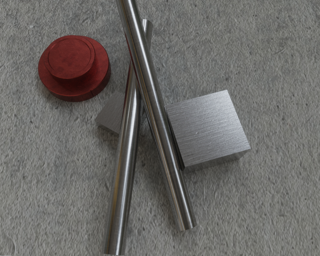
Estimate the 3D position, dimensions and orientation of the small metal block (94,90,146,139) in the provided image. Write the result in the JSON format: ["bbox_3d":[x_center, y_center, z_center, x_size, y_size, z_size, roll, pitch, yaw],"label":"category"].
[{"bbox_3d":[-0.050,-0.014,0.413,0.050,0.025,0.050,29,72,9],"label":"small metal block"}]

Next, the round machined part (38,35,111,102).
[{"bbox_3d":[-0.120,-0.089,0.430,0.099,0.042,0.098,0,70,-1],"label":"round machined part"}]

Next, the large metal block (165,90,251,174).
[{"bbox_3d":[0.056,0.007,0.393,0.081,0.050,0.080,-15,71,-6],"label":"large metal block"}]

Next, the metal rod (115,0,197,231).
[{"bbox_3d":[-0.007,-0.026,0.378,0.025,0.025,0.298,-15,86,-6],"label":"metal rod"}]

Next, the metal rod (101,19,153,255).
[{"bbox_3d":[-0.036,-0.005,0.383,0.025,0.025,0.299,5,70,1],"label":"metal rod"}]
